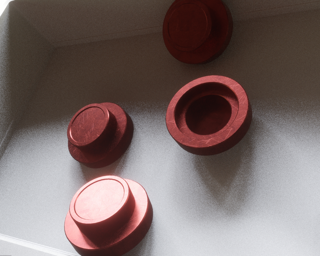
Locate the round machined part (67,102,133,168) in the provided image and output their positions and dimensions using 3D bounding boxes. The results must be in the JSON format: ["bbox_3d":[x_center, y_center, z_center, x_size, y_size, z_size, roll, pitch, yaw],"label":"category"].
[{"bbox_3d":[-0.091,0.004,0.438,0.098,0.042,0.098,-13,56,20],"label":"round machined part"}]

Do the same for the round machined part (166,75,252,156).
[{"bbox_3d":[0.060,-0.011,0.369,0.098,0.042,0.098,-13,56,20],"label":"round machined part"}]

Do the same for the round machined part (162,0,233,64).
[{"bbox_3d":[0.045,-0.137,0.423,0.098,0.042,0.097,5,100,29],"label":"round machined part"}]

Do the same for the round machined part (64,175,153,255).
[{"bbox_3d":[-0.061,0.092,0.346,0.098,0.042,0.098,-11,35,8],"label":"round machined part"}]
